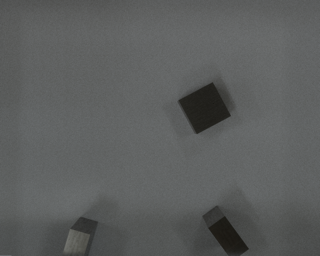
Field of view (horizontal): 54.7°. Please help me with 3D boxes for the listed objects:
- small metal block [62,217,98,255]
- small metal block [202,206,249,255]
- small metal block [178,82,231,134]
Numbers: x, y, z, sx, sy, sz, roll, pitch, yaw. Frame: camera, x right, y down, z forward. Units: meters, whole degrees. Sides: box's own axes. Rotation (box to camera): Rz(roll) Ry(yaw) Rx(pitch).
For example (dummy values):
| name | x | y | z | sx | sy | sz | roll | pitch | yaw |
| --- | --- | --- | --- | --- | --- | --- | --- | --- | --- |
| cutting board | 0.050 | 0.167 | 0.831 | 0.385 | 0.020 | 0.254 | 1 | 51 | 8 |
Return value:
| name | x | y | z | sx | sy | sz | roll | pitch | yaw |
| --- | --- | --- | --- | --- | --- | --- | --- | --- | --- |
| small metal block | -0.103 | 0.149 | 0.398 | 0.025 | 0.050 | 0.050 | 16 | 90 | 0 |
| small metal block | 0.083 | 0.134 | 0.400 | 0.025 | 0.050 | 0.050 | -36 | 90 | 0 |
| small metal block | 0.058 | -0.026 | 0.412 | 0.050 | 0.025 | 0.050 | -28 | 90 | -1 |
